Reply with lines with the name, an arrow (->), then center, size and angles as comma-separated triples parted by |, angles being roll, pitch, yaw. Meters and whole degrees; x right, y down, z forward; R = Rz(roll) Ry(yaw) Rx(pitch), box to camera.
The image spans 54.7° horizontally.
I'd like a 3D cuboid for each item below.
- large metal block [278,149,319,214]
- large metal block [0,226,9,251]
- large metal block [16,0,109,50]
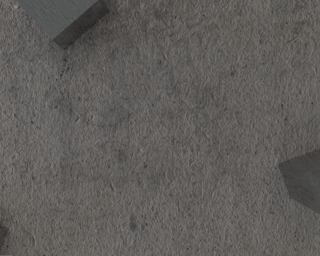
large metal block -> 0.208, 0.059, 0.384 | 0.080, 0.080, 0.050 | -20, 90, 0
large metal block -> -0.257, 0.160, 0.395 | 0.080, 0.050, 0.080 | 20, 90, 0
large metal block -> -0.126, -0.162, 0.396 | 0.080, 0.050, 0.080 | -41, 90, 0
